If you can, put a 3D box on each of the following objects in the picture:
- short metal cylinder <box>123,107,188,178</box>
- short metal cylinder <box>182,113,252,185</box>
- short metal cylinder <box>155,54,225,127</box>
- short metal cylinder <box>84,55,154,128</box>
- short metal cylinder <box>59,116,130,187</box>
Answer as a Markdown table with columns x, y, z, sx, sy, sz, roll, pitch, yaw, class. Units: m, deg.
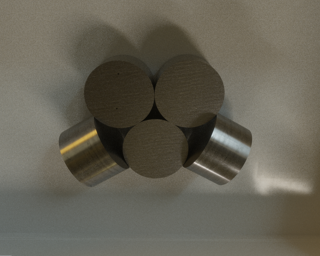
| x | y | z | sx | sy | sz | roll | pitch | yaw | class |
| --- | --- | --- | --- | --- | --- | --- | --- | --- | --- |
| -0.005 | 0.018 | 0.403 | 0.081 | 0.050 | 0.079 | 0 | 110 | 0 | short metal cylinder |
| 0.070 | 0.025 | 0.390 | 0.050 | 0.080 | 0.080 | 28 | 108 | -10 | short metal cylinder |
| 0.034 | -0.047 | 0.379 | 0.081 | 0.050 | 0.079 | 0 | 110 | 0 | short metal cylinder |
| -0.047 | -0.046 | 0.379 | 0.081 | 0.050 | 0.079 | 0 | 110 | 0 | short metal cylinder |
| -0.080 | 0.027 | 0.390 | 0.050 | 0.080 | 0.080 | -29 | 108 | 10 | short metal cylinder |
